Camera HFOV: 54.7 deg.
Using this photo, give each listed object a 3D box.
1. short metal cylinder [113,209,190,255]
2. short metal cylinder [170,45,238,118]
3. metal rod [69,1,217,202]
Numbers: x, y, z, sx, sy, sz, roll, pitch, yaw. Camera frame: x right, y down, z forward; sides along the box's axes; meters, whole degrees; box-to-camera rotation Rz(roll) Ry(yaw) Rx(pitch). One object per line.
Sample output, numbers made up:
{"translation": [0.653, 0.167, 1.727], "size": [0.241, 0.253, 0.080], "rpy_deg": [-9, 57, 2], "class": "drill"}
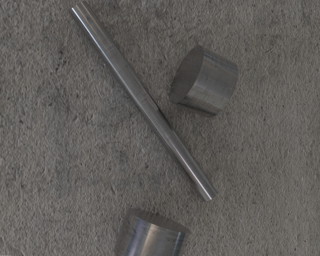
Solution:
{"translation": [-0.010, 0.136, 0.376], "size": [0.080, 0.080, 0.050], "rpy_deg": [22, 83, -19], "class": "short metal cylinder"}
{"translation": [0.055, -0.059, 0.400], "size": [0.050, 0.080, 0.080], "rpy_deg": [22, 83, -19], "class": "short metal cylinder"}
{"translation": [-0.015, -0.025, 0.403], "size": [0.025, 0.025, 0.299], "rpy_deg": [-38, 103, -16], "class": "metal rod"}
